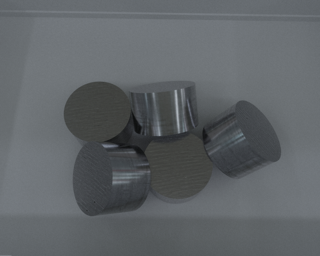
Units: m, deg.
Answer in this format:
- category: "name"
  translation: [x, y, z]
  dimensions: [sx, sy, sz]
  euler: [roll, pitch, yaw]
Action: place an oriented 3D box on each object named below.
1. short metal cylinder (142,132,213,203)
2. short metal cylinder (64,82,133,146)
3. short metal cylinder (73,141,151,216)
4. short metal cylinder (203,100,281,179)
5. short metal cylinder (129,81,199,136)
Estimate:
- category: "short metal cylinder"
  translation: [0.020, 0.049, 0.377]
  dimensions: [0.081, 0.050, 0.080]
  euler: [0, 70, 0]
- category: "short metal cylinder"
  translation: [-0.076, -0.012, 0.397]
  dimensions: [0.081, 0.050, 0.080]
  euler: [0, 70, 0]
- category: "short metal cylinder"
  translation: [-0.056, 0.056, 0.351]
  dimensions: [0.050, 0.080, 0.080]
  euler: [7, 63, -43]
- category: "short metal cylinder"
  translation: [0.097, 0.014, 0.369]
  dimensions: [0.080, 0.050, 0.080]
  euler: [27, 44, -30]
- category: "short metal cylinder"
  translation: [0.005, -0.026, 0.381]
  dimensions: [0.081, 0.080, 0.050]
  euler: [-8, 106, -3]
